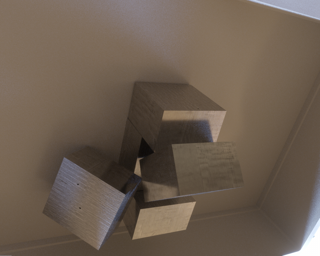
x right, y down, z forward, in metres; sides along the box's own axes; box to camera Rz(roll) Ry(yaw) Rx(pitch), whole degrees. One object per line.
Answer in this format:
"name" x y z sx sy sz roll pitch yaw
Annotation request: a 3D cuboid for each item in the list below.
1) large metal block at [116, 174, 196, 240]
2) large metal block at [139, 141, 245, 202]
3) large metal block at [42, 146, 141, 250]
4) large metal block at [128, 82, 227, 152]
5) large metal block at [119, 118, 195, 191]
"large metal block" -0.011 0.099 0.427 0.081 0.080 0.050 0 118 -29
"large metal block" 0.032 0.050 0.349 0.081 0.080 0.050 -1 74 -29
"large metal block" -0.080 0.080 0.368 0.079 0.080 0.050 -64 169 18
"large metal block" 0.017 -0.016 0.371 0.081 0.080 0.050 -1 119 -28
"large metal block" -0.005 0.033 0.412 0.081 0.050 0.079 -1 119 -29
